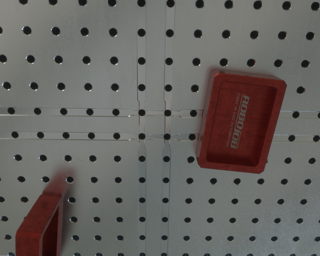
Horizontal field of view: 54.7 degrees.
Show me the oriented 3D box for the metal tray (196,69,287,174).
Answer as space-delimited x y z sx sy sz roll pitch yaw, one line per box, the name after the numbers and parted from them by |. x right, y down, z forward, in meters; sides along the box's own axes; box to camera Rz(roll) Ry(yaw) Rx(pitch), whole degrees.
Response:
0.103 -0.007 0.409 0.091 0.030 0.129 6 110 -3 | metal tray

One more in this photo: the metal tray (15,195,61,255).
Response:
-0.171 0.174 0.440 0.030 0.090 0.129 8 110 -3 | metal tray
